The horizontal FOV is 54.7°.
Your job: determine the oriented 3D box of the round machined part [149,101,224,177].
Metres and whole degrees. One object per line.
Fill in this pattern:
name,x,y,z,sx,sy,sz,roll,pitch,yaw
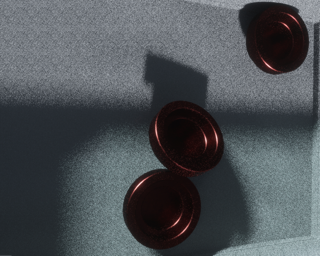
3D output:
round machined part,0.030,0.017,0.400,0.099,0.042,0.098,13,59,-22

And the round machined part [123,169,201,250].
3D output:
round machined part,0.000,0.101,0.402,0.099,0.042,0.097,-1,92,-20

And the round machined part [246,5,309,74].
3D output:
round machined part,0.170,-0.129,0.466,0.099,0.042,0.097,0,90,-21
